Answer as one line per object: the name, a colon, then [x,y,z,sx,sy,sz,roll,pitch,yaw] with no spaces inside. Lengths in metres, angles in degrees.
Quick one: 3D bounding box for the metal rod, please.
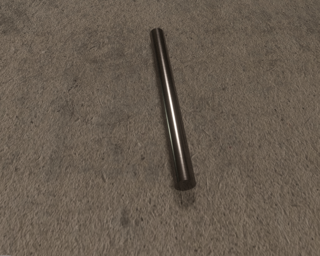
metal rod: [0.012,-0.049,0.444,0.025,0.025,0.300,-5,50,-4]
